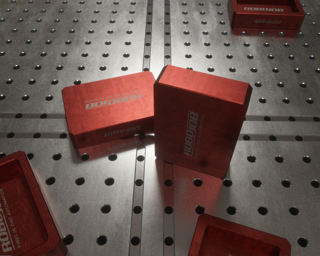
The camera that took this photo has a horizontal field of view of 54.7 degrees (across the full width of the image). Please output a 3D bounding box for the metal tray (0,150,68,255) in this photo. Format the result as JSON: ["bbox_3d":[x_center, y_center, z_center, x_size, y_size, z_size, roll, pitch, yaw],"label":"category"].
[{"bbox_3d":[-0.165,0.093,0.323,0.091,0.030,0.130,-25,55,-20],"label":"metal tray"}]

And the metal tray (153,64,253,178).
[{"bbox_3d":[0.041,-0.002,0.341,0.090,0.129,0.030,16,52,12],"label":"metal tray"}]

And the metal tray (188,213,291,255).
[{"bbox_3d":[0.062,0.152,0.276,0.090,0.030,0.130,15,51,12],"label":"metal tray"}]

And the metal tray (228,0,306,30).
[{"bbox_3d":[0.202,-0.231,0.600,0.131,0.030,0.090,3,50,2],"label":"metal tray"}]

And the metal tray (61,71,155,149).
[{"bbox_3d":[-0.062,-0.029,0.428,0.131,0.030,0.090,-14,51,-12],"label":"metal tray"}]
